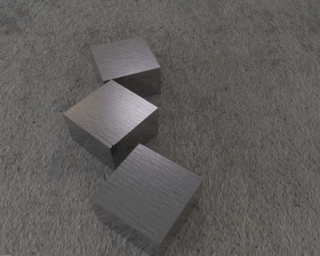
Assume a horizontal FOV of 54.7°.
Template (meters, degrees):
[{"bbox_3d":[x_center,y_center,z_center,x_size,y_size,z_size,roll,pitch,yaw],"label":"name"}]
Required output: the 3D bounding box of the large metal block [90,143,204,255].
[{"bbox_3d":[-0.012,0.075,0.324,0.080,0.050,0.080,27,55,21],"label":"large metal block"}]

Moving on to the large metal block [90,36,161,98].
[{"bbox_3d":[-0.051,-0.085,0.458,0.081,0.050,0.080,-16,52,-14],"label":"large metal block"}]

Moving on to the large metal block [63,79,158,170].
[{"bbox_3d":[-0.059,-0.005,0.391,0.080,0.050,0.080,33,57,24],"label":"large metal block"}]
